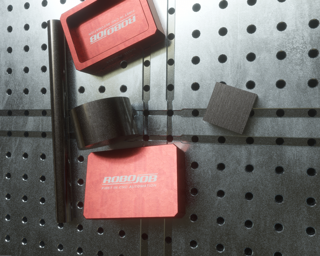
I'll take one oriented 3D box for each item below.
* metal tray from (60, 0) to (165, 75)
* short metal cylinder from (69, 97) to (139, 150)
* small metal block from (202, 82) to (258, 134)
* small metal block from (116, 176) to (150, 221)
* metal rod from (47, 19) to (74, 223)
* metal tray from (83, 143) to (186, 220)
[{"bbox_3d":[-0.069,-0.142,0.434,0.130,0.030,0.090,-21,83,18],"label":"metal tray"},{"bbox_3d":[-0.073,-0.005,0.409,0.080,0.080,0.050,-17,84,19],"label":"short metal cylinder"},{"bbox_3d":[0.087,-0.024,0.382,0.050,0.025,0.050,21,97,18],"label":"small metal block"},{"bbox_3d":[-0.033,0.094,0.424,0.050,0.025,0.050,-20,83,19],"label":"small metal block"},{"bbox_3d":[-0.150,-0.011,0.465,0.025,0.025,0.298,-3,89,20],"label":"metal rod"},{"bbox_3d":[-0.034,0.073,0.408,0.130,0.030,0.090,-7,69,19],"label":"metal tray"}]
